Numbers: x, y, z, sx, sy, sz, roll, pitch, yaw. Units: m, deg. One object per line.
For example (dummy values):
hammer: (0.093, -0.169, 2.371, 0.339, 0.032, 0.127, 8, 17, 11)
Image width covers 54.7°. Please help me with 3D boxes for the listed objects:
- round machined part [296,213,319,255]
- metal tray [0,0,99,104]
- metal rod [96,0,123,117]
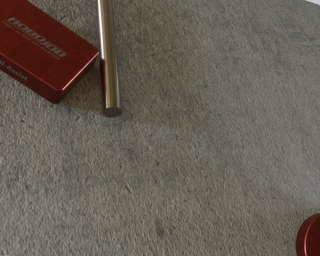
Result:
round machined part: (0.222, 0.160, 0.402, 0.099, 0.042, 0.098, 3, 70, -9)
metal tray: (-0.154, -0.099, 0.378, 0.130, 0.030, 0.090, 34, 51, -6)
metal rod: (-0.079, -0.150, 0.452, 0.025, 0.025, 0.299, 6, 59, -26)
